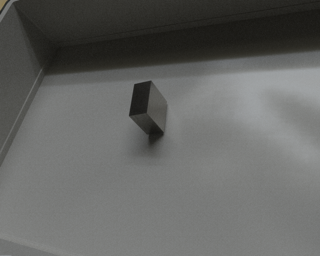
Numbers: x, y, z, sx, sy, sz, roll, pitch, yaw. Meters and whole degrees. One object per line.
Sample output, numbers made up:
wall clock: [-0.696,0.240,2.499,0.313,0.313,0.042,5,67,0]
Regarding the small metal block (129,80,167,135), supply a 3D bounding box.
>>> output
small metal block: [-0.014,-0.026,0.410,0.025,0.050,0.050,-9,57,24]
